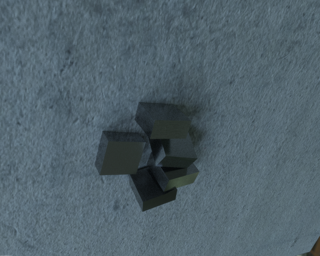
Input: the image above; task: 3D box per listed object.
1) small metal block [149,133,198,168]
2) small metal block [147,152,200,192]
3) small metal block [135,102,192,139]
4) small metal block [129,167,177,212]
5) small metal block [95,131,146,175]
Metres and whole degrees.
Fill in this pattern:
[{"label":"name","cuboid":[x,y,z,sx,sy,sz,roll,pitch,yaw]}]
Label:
[{"label":"small metal block","cuboid":[0.016,0.024,0.412,0.050,0.050,0.025,8,140,-32]},{"label":"small metal block","cuboid":[0.018,0.055,0.430,0.050,0.050,0.025,-10,137,-32]},{"label":"small metal block","cuboid":[0.003,-0.010,0.388,0.050,0.050,0.025,1,118,-29]},{"label":"small metal block","cuboid":[-0.011,0.082,0.434,0.050,0.050,0.025,-16,139,-20]},{"label":"small metal block","cuboid":[-0.052,0.033,0.400,0.050,0.025,0.050,3,117,-30]}]
